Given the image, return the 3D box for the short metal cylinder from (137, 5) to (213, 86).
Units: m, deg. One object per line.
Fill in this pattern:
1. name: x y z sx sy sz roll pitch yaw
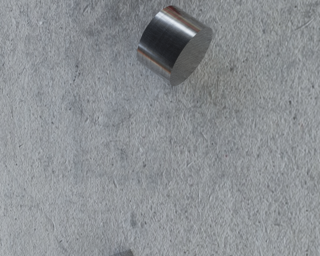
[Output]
1. short metal cylinder: 0.018 -0.098 0.373 0.050 0.080 0.080 38 102 15

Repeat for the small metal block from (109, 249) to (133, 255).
1. small metal block: -0.058 0.203 0.428 0.050 0.025 0.050 -25 82 18
